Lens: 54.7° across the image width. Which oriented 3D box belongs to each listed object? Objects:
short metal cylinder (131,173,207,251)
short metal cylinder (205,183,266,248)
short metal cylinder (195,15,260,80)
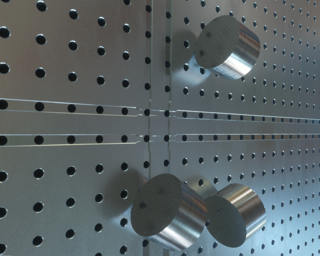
[{"bbox_3d":[0.010,0.103,0.382,0.050,0.080,0.080,41,65,-33],"label":"short metal cylinder"},{"bbox_3d":[0.110,0.130,0.465,0.050,0.080,0.079,-18,102,-39],"label":"short metal cylinder"},{"bbox_3d":[0.098,-0.116,0.455,0.050,0.080,0.080,18,79,-39],"label":"short metal cylinder"}]
